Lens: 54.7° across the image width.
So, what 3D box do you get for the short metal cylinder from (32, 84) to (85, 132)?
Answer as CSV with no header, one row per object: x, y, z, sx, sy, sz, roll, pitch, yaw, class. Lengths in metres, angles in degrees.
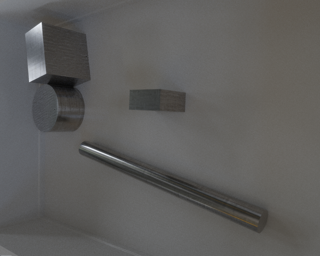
-0.175,-0.033,0.531,0.080,0.050,0.079,0,90,39,short metal cylinder

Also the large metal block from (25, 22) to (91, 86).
-0.165,-0.115,0.504,0.050,0.081,0.080,-12,83,39,large metal block

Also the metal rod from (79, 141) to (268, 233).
-0.008,0.065,0.411,0.300,0.025,0.025,16,100,38,metal rod

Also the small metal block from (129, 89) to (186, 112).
-0.003,-0.034,0.391,0.050,0.050,0.025,4,93,39,small metal block
